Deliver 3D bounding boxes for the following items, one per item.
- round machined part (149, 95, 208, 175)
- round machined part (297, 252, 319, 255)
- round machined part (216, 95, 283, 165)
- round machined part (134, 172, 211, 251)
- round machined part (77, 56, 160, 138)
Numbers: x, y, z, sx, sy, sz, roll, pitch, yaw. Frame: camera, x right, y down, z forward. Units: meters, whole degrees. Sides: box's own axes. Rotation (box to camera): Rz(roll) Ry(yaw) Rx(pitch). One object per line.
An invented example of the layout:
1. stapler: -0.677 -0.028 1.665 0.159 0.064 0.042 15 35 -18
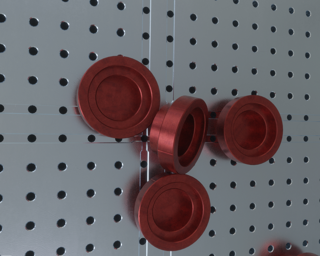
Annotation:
1. round machined part: 0.022 0.007 0.394 0.099 0.042 0.097 -36 133 -50
2. round machined part: 0.226 0.244 0.487 0.099 0.042 0.097 0 90 -20
3. round machined part: 0.125 0.003 0.449 0.099 0.042 0.097 0 90 -20
4. round machined part: 0.013 0.106 0.408 0.099 0.042 0.097 0 90 -20
5. round machined part: -0.053 -0.037 0.384 0.099 0.042 0.097 0 90 -20
